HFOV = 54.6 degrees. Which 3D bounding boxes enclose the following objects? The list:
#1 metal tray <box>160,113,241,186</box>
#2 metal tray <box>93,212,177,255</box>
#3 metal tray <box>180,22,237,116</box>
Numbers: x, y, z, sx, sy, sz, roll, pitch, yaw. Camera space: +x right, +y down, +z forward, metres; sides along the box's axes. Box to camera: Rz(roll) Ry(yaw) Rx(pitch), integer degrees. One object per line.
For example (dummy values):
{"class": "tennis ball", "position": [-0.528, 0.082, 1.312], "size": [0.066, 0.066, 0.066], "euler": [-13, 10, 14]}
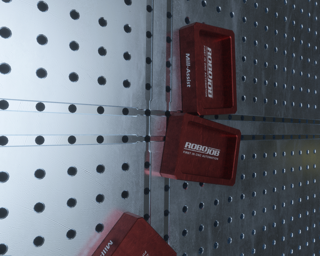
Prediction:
{"class": "metal tray", "position": [0.065, 0.035, 0.458], "size": [0.131, 0.030, 0.090], "euler": [14, 81, -39]}
{"class": "metal tray", "position": [-0.045, 0.180, 0.368], "size": [0.130, 0.030, 0.090], "euler": [-51, 120, -28]}
{"class": "metal tray", "position": [0.075, -0.084, 0.466], "size": [0.091, 0.030, 0.129], "euler": [-4, 93, -40]}
